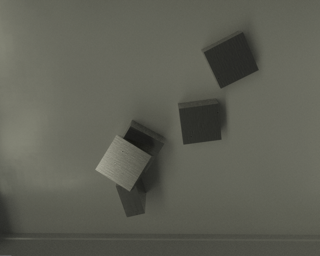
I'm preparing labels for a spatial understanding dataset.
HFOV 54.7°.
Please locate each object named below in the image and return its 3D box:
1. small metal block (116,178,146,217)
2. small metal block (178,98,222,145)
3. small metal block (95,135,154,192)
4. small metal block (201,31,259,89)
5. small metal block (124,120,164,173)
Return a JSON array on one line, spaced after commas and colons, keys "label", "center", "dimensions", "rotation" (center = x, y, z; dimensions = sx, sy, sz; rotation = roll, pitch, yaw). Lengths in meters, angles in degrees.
[{"label": "small metal block", "center": [-0.039, 0.086, 0.429], "dimensions": [0.025, 0.050, 0.050], "rotation": [-14, 110, 5]}, {"label": "small metal block", "center": [0.052, -0.009, 0.409], "dimensions": [0.050, 0.025, 0.050], "rotation": [-8, 110, 2]}, {"label": "small metal block", "center": [-0.043, 0.043, 0.387], "dimensions": [0.050, 0.025, 0.050], "rotation": [31, 89, 7]}, {"label": "small metal block", "center": [0.085, -0.084, 0.382], "dimensions": [0.050, 0.025, 0.050], "rotation": [-26, 108, 9]}, {"label": "small metal block", "center": [-0.029, 0.025, 0.420], "dimensions": [0.050, 0.025, 0.050], "rotation": [28, 107, -11]}]
